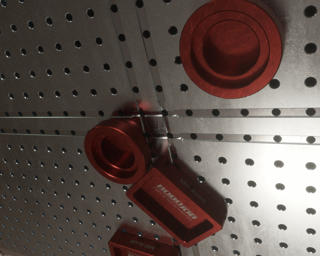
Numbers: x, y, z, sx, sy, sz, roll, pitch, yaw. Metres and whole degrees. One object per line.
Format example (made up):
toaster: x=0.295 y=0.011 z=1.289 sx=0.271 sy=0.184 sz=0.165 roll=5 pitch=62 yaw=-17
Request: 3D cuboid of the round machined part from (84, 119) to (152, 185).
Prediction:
round machined part: x=-0.056 y=0.030 z=0.447 sx=0.098 sy=0.042 sz=0.097 roll=13 pitch=124 yaw=20

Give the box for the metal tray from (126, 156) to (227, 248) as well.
metal tray: x=0.022 y=0.114 z=0.464 sx=0.130 sy=0.030 sz=0.090 roll=42 pitch=129 yaw=-1

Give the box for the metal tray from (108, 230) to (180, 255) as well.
metal tray: x=-0.027 y=0.246 z=0.572 sx=0.130 sy=0.030 sz=0.089 roll=8 pitch=122 yaw=23

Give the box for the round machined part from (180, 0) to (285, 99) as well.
round machined part: x=0.073 y=-0.082 z=0.311 sx=0.098 sy=0.042 sz=0.097 roll=13 pitch=124 yaw=20
